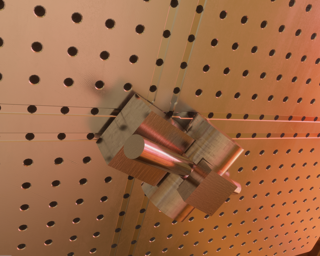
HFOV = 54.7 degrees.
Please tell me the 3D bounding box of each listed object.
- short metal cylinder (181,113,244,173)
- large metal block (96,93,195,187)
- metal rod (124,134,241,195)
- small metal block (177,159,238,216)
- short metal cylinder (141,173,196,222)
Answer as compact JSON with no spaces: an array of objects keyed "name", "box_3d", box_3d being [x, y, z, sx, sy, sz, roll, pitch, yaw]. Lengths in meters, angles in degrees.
[{"name":"short metal cylinder","box_3d":[0.067,0.023,0.423,0.080,0.080,0.050,31,101,-38]},{"name":"large metal block","box_3d":[-0.018,0.017,0.388,0.080,0.050,0.080,33,100,-39]},{"name":"metal rod","box_3d":[0.052,0.062,0.423,0.025,0.025,0.301,-50,144,7]},{"name":"small metal block","box_3d":[0.058,0.075,0.383,0.050,0.025,0.050,35,99,-30]},{"name":"short metal cylinder","box_3d":[0.021,0.084,0.434,0.080,0.080,0.050,34,99,-39]}]
